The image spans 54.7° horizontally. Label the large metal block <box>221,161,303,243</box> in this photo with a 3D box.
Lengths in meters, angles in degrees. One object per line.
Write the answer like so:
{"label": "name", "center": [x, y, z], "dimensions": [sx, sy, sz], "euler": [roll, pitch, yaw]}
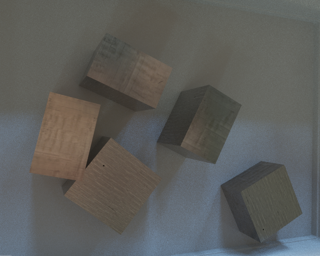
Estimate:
{"label": "large metal block", "center": [0.149, 0.105, 0.454], "dimensions": [0.081, 0.050, 0.080], "euler": [-26, 99, -18]}

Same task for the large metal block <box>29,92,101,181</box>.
{"label": "large metal block", "center": [-0.106, 0.009, 0.343], "dimensions": [0.050, 0.080, 0.080], "euler": [14, 85, -20]}

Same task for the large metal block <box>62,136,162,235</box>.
{"label": "large metal block", "center": [-0.059, 0.067, 0.376], "dimensions": [0.080, 0.050, 0.080], "euler": [41, 77, -16]}

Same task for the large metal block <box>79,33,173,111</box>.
{"label": "large metal block", "center": [-0.044, -0.060, 0.366], "dimensions": [0.080, 0.080, 0.050], "euler": [25, 82, -19]}

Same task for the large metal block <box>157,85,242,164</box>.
{"label": "large metal block", "center": [0.047, -0.004, 0.400], "dimensions": [0.050, 0.080, 0.080], "euler": [29, 81, -18]}
